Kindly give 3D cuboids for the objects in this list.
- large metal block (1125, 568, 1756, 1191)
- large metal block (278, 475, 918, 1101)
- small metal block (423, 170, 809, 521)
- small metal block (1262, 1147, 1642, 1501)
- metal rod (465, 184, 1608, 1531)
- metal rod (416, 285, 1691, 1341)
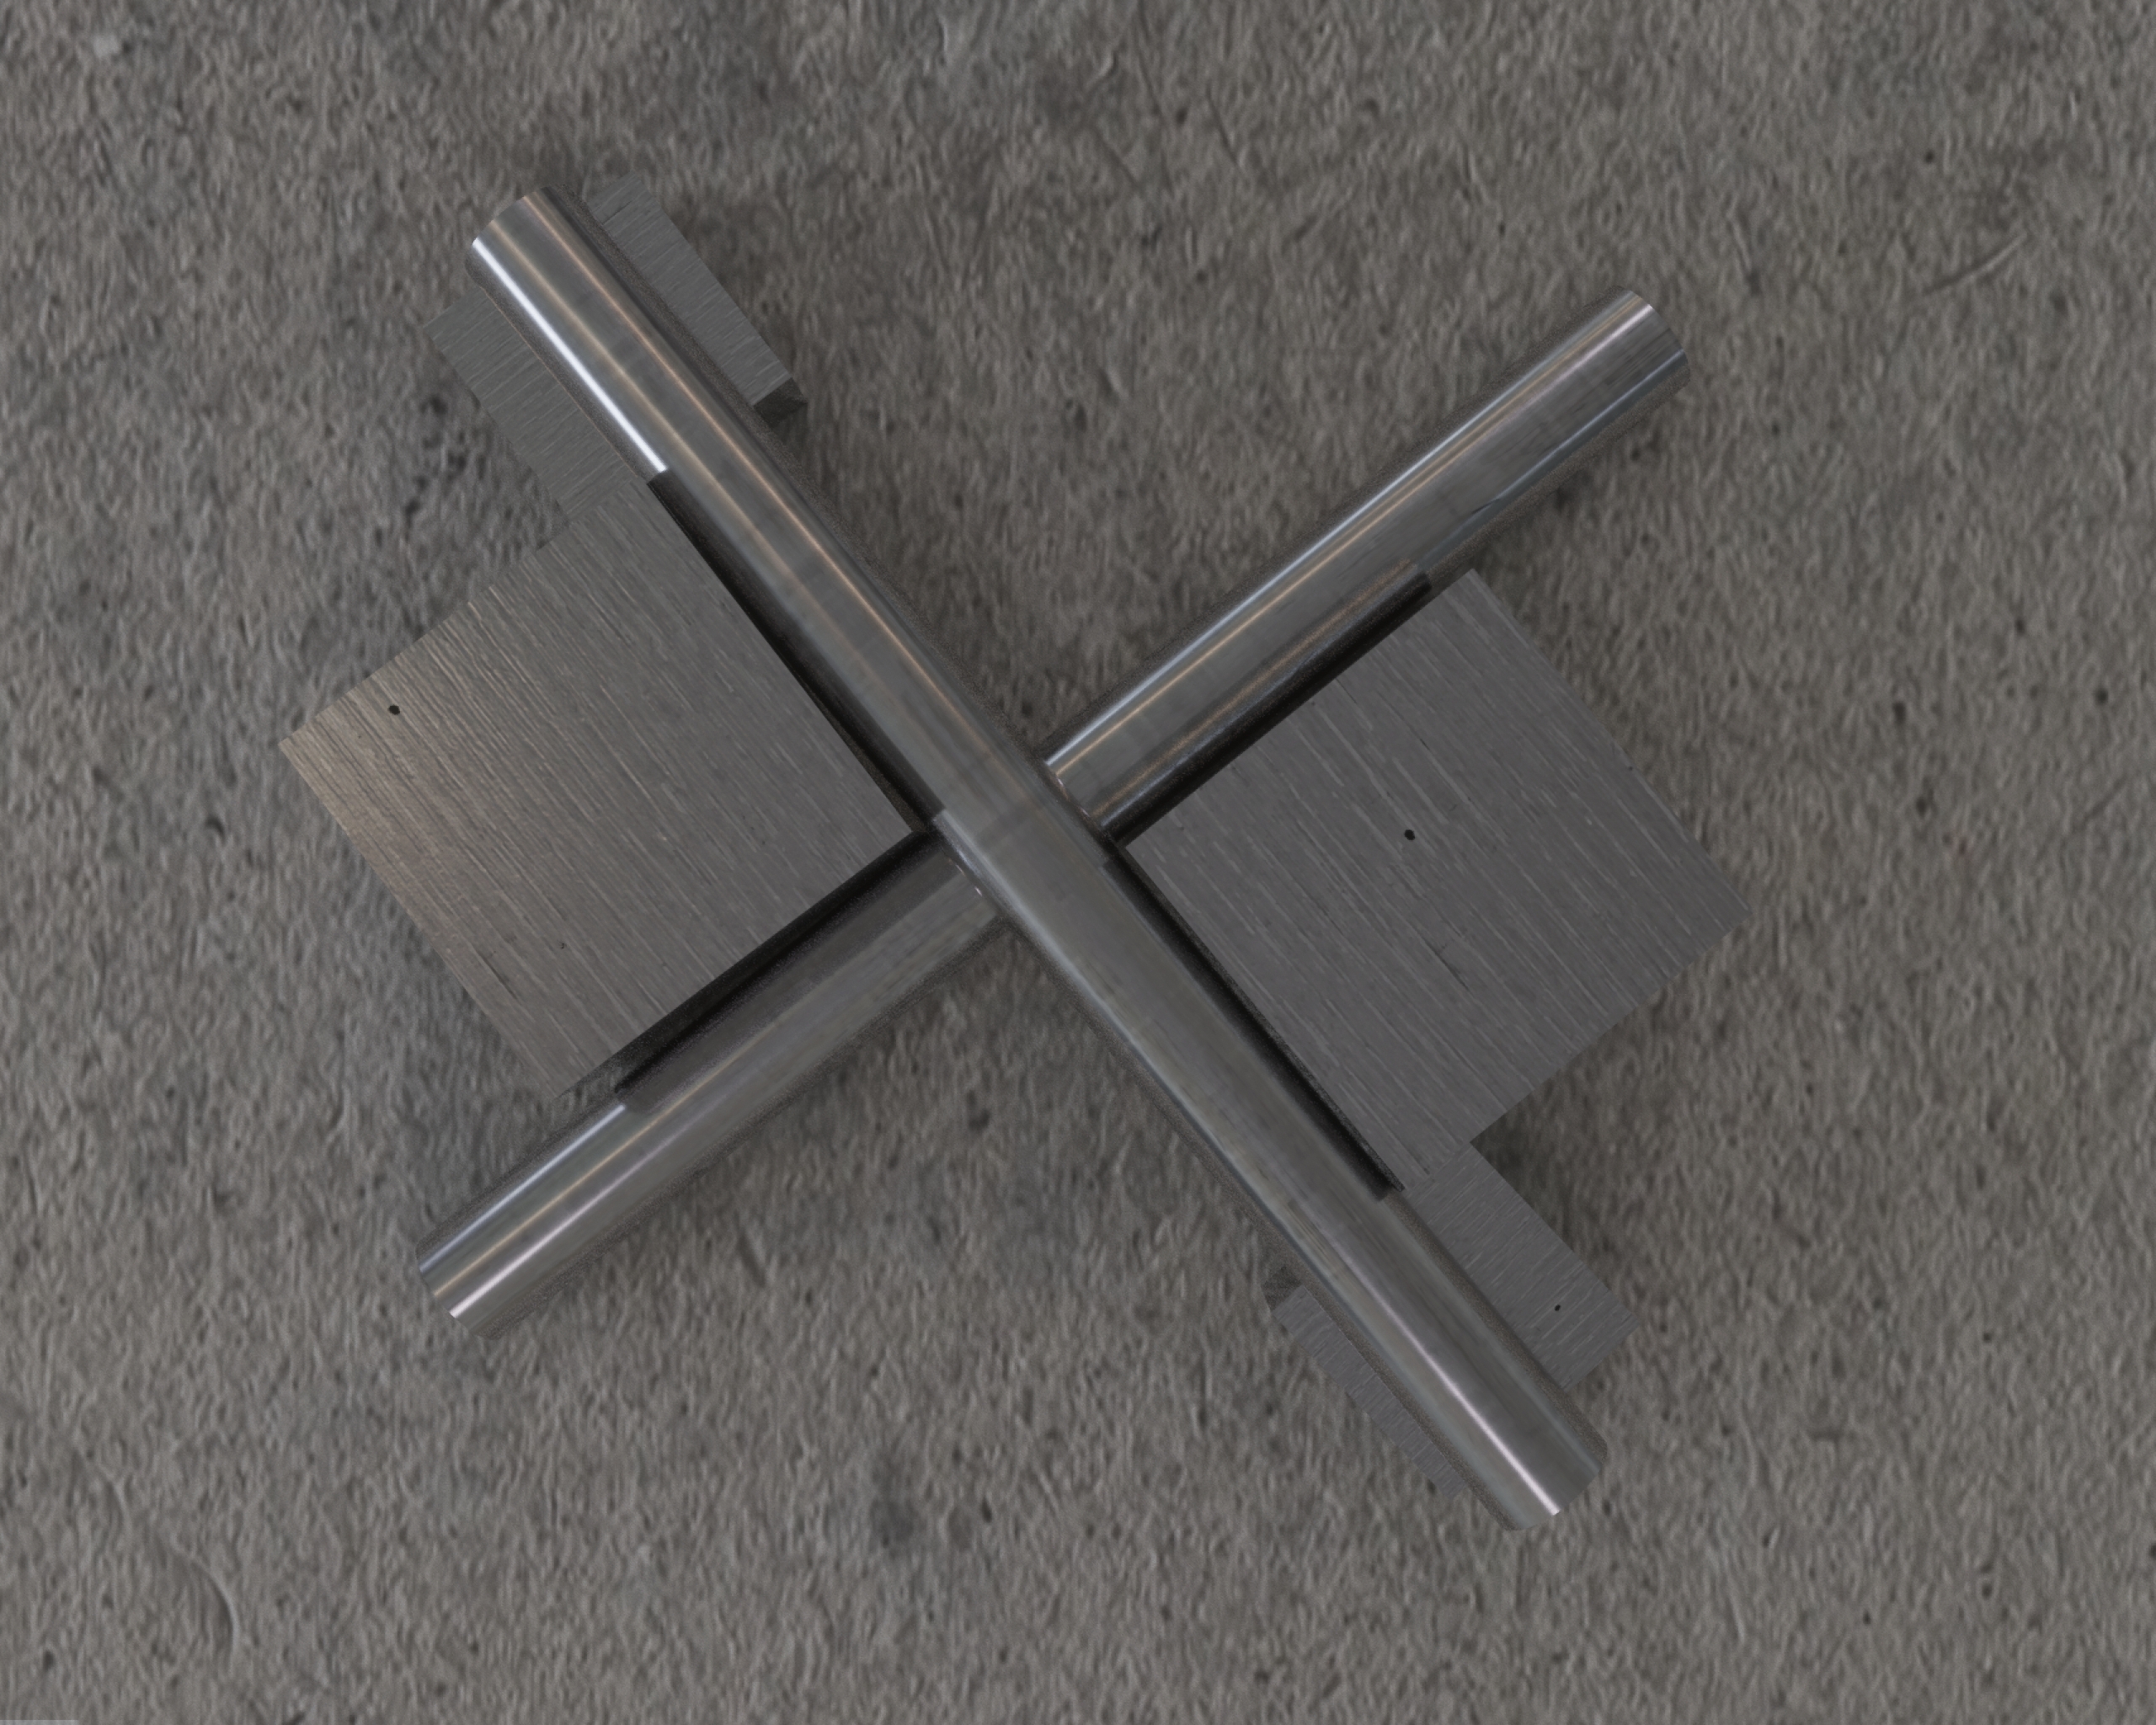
[{"bbox_3d":[0.065,0.003,0.399,0.080,0.050,0.080,-39,90,0],"label":"large metal block"},{"bbox_3d":[-0.086,-0.013,0.396,0.080,0.050,0.080,-37,90,0],"label":"large metal block"},{"bbox_3d":[-0.090,-0.098,0.411,0.050,0.025,0.050,-37,90,0],"label":"small metal block"},{"bbox_3d":[0.073,0.087,0.412,0.050,0.025,0.050,-43,90,0],"label":"small metal block"},{"bbox_3d":[-0.007,-0.001,0.385,0.025,0.025,0.300,-39,90,0],"label":"metal rod"},{"bbox_3d":[-0.004,-0.010,0.412,0.300,0.025,0.025,-39,90,0],"label":"metal rod"}]
